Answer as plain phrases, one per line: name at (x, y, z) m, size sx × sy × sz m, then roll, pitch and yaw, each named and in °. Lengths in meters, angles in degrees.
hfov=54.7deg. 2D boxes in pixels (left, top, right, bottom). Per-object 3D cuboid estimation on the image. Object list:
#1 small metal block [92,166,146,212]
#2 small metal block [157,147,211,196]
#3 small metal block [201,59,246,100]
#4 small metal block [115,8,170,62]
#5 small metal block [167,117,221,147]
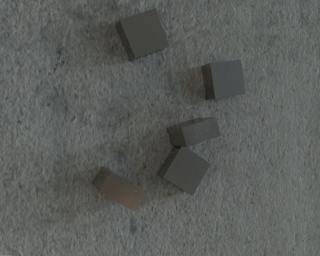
small metal block at (-0.051, 0.073, 0.378) m, size 0.050 × 0.050 × 0.025 m, roll 35°, pitch 79°, yaw -17°
small metal block at (0.032, 0.056, 0.422) m, size 0.050 × 0.025 × 0.050 m, roll 35°, pitch 79°, yaw -17°
small metal block at (0.091, -0.069, 0.444) m, size 0.050 × 0.025 × 0.050 m, roll -10°, pitch 94°, yaw -20°
small metal block at (-0.023, -0.120, 0.401) m, size 0.050 × 0.025 × 0.050 m, roll -25°, pitch 99°, yaw -19°
small metal block at (0.044, 0.005, 0.413) m, size 0.050 × 0.050 × 0.025 m, roll -17°, pitch 96°, yaw -20°
